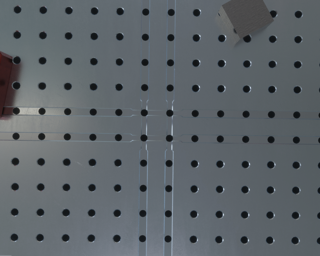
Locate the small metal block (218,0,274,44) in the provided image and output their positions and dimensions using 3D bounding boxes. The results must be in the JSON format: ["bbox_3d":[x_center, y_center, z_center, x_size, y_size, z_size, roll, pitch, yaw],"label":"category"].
[{"bbox_3d":[0.114,-0.149,0.414,0.050,0.025,0.050,-29,90,0],"label":"small metal block"}]

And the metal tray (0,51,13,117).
[{"bbox_3d":[-0.273,-0.067,0.408,0.131,0.030,0.089,11,90,0],"label":"metal tray"}]
